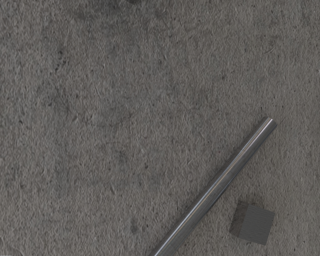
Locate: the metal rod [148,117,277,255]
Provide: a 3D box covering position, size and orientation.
[{"bbox_3d":[0.068,0.098,0.434,0.025,0.025,0.301,47,75,-14],"label":"metal rod"}]

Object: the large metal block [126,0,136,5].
[{"bbox_3d":[-0.049,-0.214,0.378,0.080,0.050,0.080,22,83,-19],"label":"large metal block"}]

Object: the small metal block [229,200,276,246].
[{"bbox_3d":[0.137,0.140,0.460,0.050,0.025,0.050,22,83,-19],"label":"small metal block"}]
